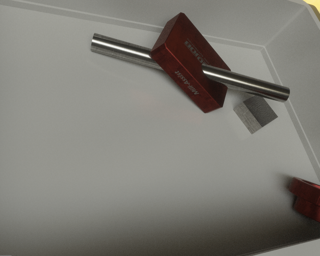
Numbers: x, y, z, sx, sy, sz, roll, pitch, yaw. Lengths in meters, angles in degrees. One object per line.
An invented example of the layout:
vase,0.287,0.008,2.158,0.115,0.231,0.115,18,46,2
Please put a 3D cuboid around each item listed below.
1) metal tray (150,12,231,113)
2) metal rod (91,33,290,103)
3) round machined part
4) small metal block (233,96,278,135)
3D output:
metal tray,0.052,-0.096,0.464,0.130,0.030,0.090,43,48,-25
metal rod,0.051,-0.086,0.457,0.302,0.025,0.025,13,56,-10
round machined part,0.229,0.107,0.432,0.099,0.098,0.042,19,93,-18
small metal block,0.157,-0.024,0.508,0.050,0.025,0.050,-26,76,-37
